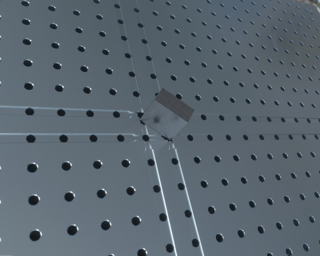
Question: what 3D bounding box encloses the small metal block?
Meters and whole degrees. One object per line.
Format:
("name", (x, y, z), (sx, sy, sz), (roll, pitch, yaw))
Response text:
("small metal block", (0.009, -0.017, 0.409), (0.050, 0.050, 0.025), (35, 51, -6))
